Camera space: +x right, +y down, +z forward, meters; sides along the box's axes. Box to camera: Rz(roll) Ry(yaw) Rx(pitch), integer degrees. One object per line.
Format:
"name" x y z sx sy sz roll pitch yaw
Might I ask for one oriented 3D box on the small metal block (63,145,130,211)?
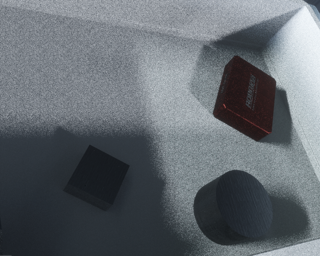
"small metal block" -0.068 0.054 0.337 0.050 0.025 0.050 29 52 -10

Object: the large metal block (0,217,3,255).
"large metal block" -0.146 0.079 0.225 0.050 0.079 0.080 -4 32 -31

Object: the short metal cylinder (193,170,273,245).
"short metal cylinder" 0.089 0.098 0.380 0.081 0.050 0.080 14 56 -21

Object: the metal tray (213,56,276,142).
"metal tray" 0.144 -0.052 0.514 0.090 0.030 0.130 29 52 -10
